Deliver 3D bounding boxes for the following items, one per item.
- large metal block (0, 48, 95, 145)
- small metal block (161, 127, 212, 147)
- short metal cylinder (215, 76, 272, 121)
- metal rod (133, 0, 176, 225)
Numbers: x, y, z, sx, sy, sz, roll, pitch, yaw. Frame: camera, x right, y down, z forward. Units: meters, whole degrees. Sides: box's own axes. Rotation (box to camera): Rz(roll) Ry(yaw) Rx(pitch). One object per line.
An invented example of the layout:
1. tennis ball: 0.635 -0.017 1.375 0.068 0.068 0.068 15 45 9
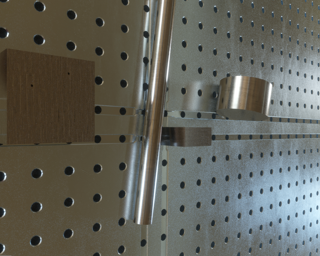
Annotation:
1. large metal block: -0.112 -0.026 0.300 0.081 0.050 0.079 0 90 -40
2. small metal block: 0.035 0.011 0.424 0.050 0.050 0.025 0 90 -40
3. short metal cylinder: 0.131 -0.044 0.486 0.081 0.080 0.050 16 80 -39
4. metal rod: -0.006 -0.028 0.405 0.025 0.025 0.298 10 84 -40
